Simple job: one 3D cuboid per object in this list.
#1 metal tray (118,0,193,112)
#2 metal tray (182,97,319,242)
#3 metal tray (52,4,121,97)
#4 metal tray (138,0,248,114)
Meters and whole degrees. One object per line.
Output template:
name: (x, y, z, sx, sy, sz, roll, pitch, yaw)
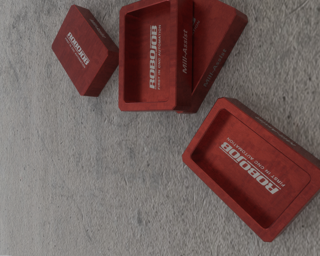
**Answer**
metal tray: (-0.007, -0.085, 0.367, 0.090, 0.030, 0.129, 1, 91, 40)
metal tray: (0.093, 0.039, 0.324, 0.130, 0.030, 0.089, 44, 116, 31)
metal tray: (-0.122, -0.125, 0.503, 0.090, 0.030, 0.130, -51, 60, 28)
metal tray: (0.033, -0.093, 0.374, 0.090, 0.030, 0.129, 42, 115, 32)
